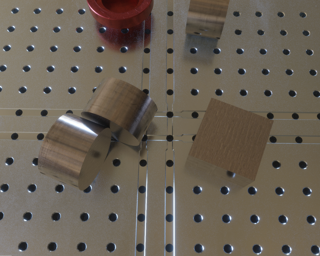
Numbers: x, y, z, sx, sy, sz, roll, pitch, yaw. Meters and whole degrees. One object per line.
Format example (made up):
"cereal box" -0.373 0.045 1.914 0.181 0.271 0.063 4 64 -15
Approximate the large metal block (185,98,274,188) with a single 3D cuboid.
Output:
"large metal block" 0.086 0.019 0.392 0.080 0.050 0.080 22 71 7

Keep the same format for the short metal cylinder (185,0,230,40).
"short metal cylinder" 0.070 -0.172 0.446 0.050 0.080 0.080 12 71 4

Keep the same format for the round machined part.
"round machined part" -0.059 -0.191 0.472 0.099 0.042 0.098 0 70 0

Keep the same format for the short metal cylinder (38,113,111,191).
"short metal cylinder" -0.099 0.028 0.372 0.050 0.080 0.080 21 72 7

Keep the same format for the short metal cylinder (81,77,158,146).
"short metal cylinder" -0.050 -0.019 0.389 0.080 0.080 0.050 24 72 8
